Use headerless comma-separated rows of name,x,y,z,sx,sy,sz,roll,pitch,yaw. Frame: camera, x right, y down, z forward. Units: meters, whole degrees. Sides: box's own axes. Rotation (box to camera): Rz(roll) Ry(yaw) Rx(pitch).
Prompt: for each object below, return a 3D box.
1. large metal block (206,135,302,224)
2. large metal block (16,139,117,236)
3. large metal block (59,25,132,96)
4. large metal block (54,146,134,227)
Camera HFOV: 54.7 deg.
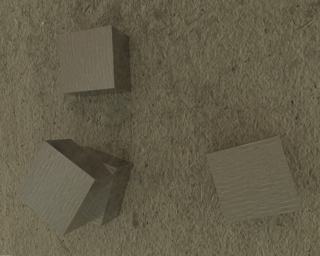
large metal block,0.108,0.057,0.358,0.080,0.050,0.080,-17,84,19
large metal block,-0.115,0.069,0.383,0.080,0.050,0.080,34,101,16
large metal block,-0.088,-0.088,0.427,0.080,0.050,0.080,-3,89,20
large metal block,-0.093,0.077,0.428,0.080,0.050,0.080,17,96,19
